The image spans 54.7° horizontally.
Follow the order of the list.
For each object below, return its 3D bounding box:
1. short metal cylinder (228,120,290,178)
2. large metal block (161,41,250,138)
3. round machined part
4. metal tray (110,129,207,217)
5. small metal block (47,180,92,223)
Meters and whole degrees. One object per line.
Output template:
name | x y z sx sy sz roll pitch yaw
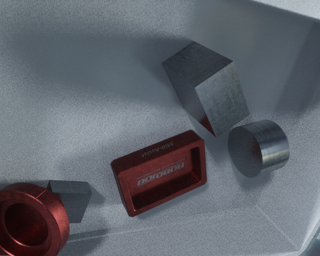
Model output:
short metal cylinder | 0.150 0.031 0.477 0.050 0.080 0.079 -14 124 -21
large metal block | 0.055 -0.048 0.375 0.050 0.080 0.080 -35 129 -5
round machined part | -0.150 0.108 0.362 0.098 0.042 0.097 3 106 12
metal tray | 0.003 0.065 0.449 0.131 0.030 0.089 -21 127 -16
small metal block | -0.123 0.096 0.402 0.050 0.025 0.050 10 113 -33
